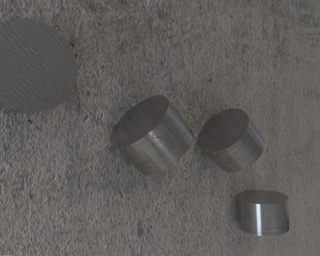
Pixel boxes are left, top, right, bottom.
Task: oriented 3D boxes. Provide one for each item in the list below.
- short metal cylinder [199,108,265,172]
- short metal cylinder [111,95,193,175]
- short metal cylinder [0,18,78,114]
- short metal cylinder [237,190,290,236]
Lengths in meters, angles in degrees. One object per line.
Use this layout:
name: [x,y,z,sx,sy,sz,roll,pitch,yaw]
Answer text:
short metal cylinder: [0.105,0.018,0.457,0.050,0.080,0.080,47,62,-30]
short metal cylinder: [-0.010,0.007,0.361,0.050,0.080,0.080,51,60,-28]
short metal cylinder: [-0.124,-0.054,0.284,0.081,0.050,0.080,0,90,-40]
short metal cylinder: [0.170,0.138,0.511,0.081,0.080,0.050,-7,95,-40]
